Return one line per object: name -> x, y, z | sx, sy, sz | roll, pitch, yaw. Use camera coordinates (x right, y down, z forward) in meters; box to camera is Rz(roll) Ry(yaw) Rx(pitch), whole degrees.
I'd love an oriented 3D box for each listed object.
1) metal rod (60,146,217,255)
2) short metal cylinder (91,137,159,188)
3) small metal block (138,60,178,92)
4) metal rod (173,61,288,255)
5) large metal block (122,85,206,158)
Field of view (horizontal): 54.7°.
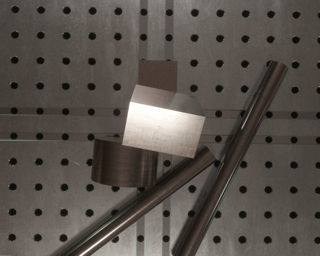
metal rod -> -0.051, 0.124, 0.412 | 0.301, 0.025, 0.025 | -37, 90, -1
short metal cylinder -> -0.043, 0.040, 0.385 | 0.081, 0.080, 0.050 | 5, 92, -1
small metal block -> -0.003, -0.063, 0.413 | 0.050, 0.025, 0.050 | 2, 90, -1
metal rod -> 0.093, 0.050, 0.414 | 0.025, 0.025, 0.299 | 27, 90, -1
large metal block -> 0.003, -0.011, 0.368 | 0.081, 0.080, 0.050 | 11, 111, -4
